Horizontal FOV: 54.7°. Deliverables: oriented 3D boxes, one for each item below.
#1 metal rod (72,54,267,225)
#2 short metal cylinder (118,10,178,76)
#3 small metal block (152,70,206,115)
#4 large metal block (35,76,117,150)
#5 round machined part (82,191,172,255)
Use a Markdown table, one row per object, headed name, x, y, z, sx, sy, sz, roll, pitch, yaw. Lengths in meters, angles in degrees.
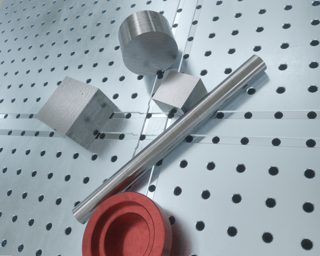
| name | x | y | z | sx | sy | sz | roll | pitch | yaw |
| --- | --- | --- | --- | --- | --- | --- | --- | --- | --- |
| metal rod | 0.012 | 0.014 | 0.391 | 0.300 | 0.025 | 0.025 | -41 | 51 | 0 |
| short metal cylinder | -0.018 | -0.124 | 0.457 | 0.080 | 0.080 | 0.050 | -24 | 53 | 13 |
| small metal block | 0.026 | -0.047 | 0.422 | 0.050 | 0.025 | 0.050 | 23 | 74 | 36 |
| large metal block | -0.128 | -0.025 | 0.472 | 0.080 | 0.050 | 0.080 | 23 | 74 | 36 |
| round machined part | -0.032 | 0.123 | 0.337 | 0.098 | 0.042 | 0.098 | -13 | 56 | 20 |
